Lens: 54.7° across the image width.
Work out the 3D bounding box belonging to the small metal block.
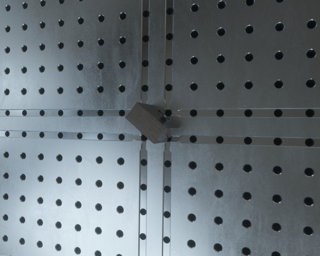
[{"bbox_3d":[-0.010,-0.006,0.402,0.050,0.050,0.025,42,103,15],"label":"small metal block"}]
